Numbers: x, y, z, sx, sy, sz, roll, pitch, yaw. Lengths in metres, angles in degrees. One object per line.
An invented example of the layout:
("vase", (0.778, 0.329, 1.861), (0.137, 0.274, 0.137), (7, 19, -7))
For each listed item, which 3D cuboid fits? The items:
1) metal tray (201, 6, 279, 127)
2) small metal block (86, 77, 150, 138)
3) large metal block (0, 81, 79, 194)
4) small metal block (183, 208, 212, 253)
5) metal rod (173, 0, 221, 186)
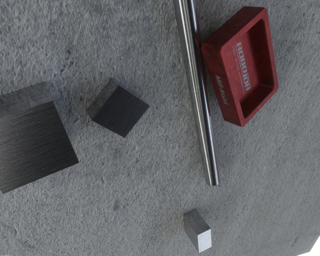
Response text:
("metal tray", (0.109, -0.076, 0.401), (0.090, 0.030, 0.130), (-44, 132, -19))
("small metal block", (-0.049, -0.023, 0.367), (0.050, 0.025, 0.050), (32, 100, -39))
("large metal block", (-0.140, 0.009, 0.320), (0.081, 0.050, 0.080), (-23, 127, -15))
("small metal block", (0.065, 0.178, 0.539), (0.025, 0.050, 0.050), (-20, 127, -17))
("metal rod", (0.056, -0.030, 0.420), (0.025, 0.025, 0.298), (-25, 128, -13))
